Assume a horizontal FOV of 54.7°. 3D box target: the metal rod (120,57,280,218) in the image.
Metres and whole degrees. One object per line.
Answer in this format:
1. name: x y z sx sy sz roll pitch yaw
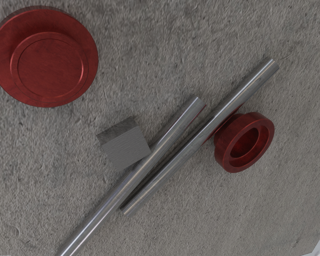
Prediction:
1. metal rod: 0.054 0.015 0.446 0.300 0.025 0.025 -46 129 3

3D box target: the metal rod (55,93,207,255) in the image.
1. metal rod: -0.044 0.075 0.429 0.299 0.025 0.025 -49 129 6

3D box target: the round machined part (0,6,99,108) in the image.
1. round machined part: -0.107 -0.063 0.298 0.099 0.042 0.097 -14 124 -21

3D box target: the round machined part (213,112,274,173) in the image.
1. round machined part: 0.120 0.017 0.467 0.099 0.042 0.097 -20 133 -23

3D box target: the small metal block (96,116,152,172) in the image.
1. small metal block: -0.045 0.021 0.395 0.050 0.025 0.050 -30 129 -9
